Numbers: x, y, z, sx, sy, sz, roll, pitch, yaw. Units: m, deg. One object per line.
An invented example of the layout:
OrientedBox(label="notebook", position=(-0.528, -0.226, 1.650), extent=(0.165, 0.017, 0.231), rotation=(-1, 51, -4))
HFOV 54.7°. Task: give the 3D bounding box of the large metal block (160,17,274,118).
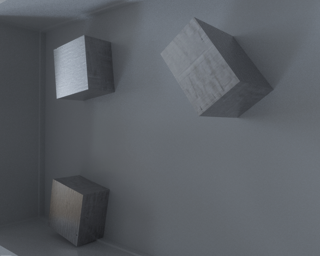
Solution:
OrientedBox(label="large metal block", position=(0.060, -0.058, 0.320), extent=(0.050, 0.081, 0.080), rotation=(-43, 65, 31))

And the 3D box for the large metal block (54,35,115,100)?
OrientedBox(label="large metal block", position=(-0.120, -0.090, 0.487), extent=(0.080, 0.050, 0.080), rotation=(-8, 85, 39))

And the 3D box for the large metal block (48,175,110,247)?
OrientedBox(label="large metal block", position=(-0.131, 0.128, 0.496), extent=(0.080, 0.050, 0.079), rotation=(14, 99, 39))
